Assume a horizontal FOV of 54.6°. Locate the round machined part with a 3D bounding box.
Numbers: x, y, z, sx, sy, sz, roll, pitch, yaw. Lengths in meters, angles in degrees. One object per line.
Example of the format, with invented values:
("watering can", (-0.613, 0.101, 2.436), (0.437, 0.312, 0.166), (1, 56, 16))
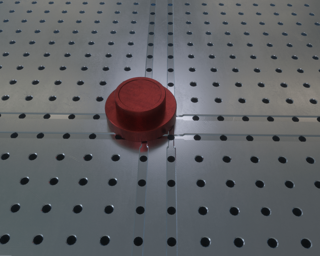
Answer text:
("round machined part", (-0.026, -0.033, 0.424), (0.099, 0.042, 0.098), (0, 50, 0))
